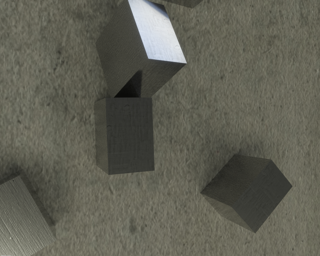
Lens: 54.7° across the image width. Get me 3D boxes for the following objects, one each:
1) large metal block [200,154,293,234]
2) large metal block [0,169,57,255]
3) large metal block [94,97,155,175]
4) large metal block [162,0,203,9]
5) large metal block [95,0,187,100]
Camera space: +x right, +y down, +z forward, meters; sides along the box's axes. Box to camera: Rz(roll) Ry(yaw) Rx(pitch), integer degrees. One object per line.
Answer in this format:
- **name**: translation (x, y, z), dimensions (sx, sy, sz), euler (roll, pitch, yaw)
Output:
- **large metal block**: translation (0.115, 0.085, 0.424), dimensions (0.080, 0.080, 0.050), euler (-45, 105, -15)
- **large metal block**: translation (-0.169, 0.102, 0.334), dimensions (0.081, 0.050, 0.080), euler (-28, 100, -18)
- **large metal block**: translation (-0.045, 0.007, 0.364), dimensions (0.050, 0.080, 0.079), euler (-2, 91, -20)
- **large metal block**: translation (0.026, -0.199, 0.390), dimensions (0.081, 0.080, 0.050), euler (7, 88, -20)
- **large metal block**: translation (-0.025, -0.086, 0.352), dimensions (0.050, 0.080, 0.080), euler (-3, 66, -39)
